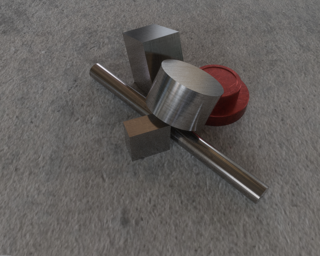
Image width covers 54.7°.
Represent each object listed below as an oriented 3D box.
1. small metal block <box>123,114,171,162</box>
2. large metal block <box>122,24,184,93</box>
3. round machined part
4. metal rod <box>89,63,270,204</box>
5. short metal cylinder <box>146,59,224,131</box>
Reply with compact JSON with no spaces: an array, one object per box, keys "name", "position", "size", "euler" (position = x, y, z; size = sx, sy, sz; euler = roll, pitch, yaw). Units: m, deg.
[{"name":"small metal block","position":[-0.016,0.011,0.380],"size":[0.050,0.050,0.025],"euler":[-16,52,-14]},{"name":"large metal block","position":[-0.008,-0.095,0.435],"size":[0.050,0.080,0.080],"euler":[-22,32,-16]},{"name":"round machined part","position":[0.077,-0.053,0.438],"size":[0.099,0.042,0.098],"euler":[0,50,0]},{"name":"metal rod","position":[0.008,-0.007,0.411],"size":[0.300,0.025,0.025],"euler":[38,59,27]},{"name":"short metal cylinder","position":[0.029,-0.041,0.375],"size":[0.080,0.050,0.080],"euler":[19,31,-12]}]
